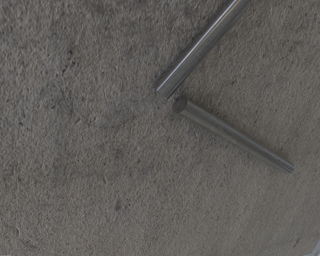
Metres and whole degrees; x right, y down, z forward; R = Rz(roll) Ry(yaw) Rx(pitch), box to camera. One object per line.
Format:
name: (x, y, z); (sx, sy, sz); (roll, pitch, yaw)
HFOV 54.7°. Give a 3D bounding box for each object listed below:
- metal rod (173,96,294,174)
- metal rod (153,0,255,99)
metal rod: (0.134, 0.022, 0.493); (0.301, 0.025, 0.025); (26, 104, -37)
metal rod: (0.099, -0.155, 0.365); (0.299, 0.025, 0.025); (-48, 129, 6)
